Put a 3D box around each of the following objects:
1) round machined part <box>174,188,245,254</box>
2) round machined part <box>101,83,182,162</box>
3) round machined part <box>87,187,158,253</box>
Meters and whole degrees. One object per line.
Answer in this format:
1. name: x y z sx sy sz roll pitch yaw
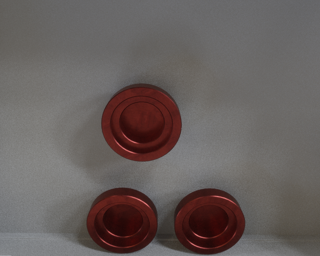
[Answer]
1. round machined part: 0.069 0.130 0.450 0.099 0.042 0.097 0 109 0
2. round machined part: -0.022 -0.010 0.398 0.099 0.042 0.097 0 110 0
3. round machined part: -0.052 0.128 0.449 0.099 0.042 0.097 0 110 0
